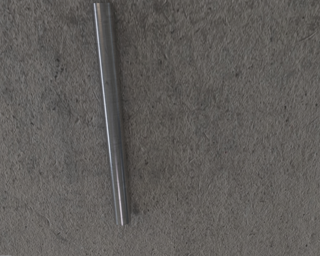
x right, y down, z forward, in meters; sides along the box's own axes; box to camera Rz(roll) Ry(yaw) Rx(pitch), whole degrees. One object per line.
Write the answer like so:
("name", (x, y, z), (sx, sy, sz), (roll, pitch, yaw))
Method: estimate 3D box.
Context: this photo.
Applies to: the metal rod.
("metal rod", (-0.061, -0.004, 0.407), (0.025, 0.025, 0.298), (-2, 110, 1))
